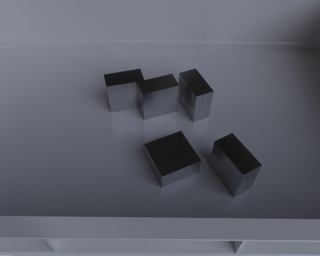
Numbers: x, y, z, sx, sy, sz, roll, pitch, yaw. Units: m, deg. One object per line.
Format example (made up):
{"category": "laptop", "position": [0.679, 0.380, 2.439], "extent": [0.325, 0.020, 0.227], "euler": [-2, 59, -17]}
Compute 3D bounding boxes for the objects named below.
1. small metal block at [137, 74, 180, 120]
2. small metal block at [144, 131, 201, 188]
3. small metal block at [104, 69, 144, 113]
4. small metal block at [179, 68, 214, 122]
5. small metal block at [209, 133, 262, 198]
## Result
{"category": "small metal block", "position": [-0.003, -0.042, 0.424], "extent": [0.050, 0.050, 0.025], "euler": [-16, 52, -13]}
{"category": "small metal block", "position": [0.014, 0.037, 0.375], "extent": [0.050, 0.025, 0.050], "euler": [-20, 53, -16]}
{"category": "small metal block", "position": [-0.048, -0.052, 0.432], "extent": [0.050, 0.050, 0.025], "euler": [-12, 51, -10]}
{"category": "small metal block", "position": [0.048, -0.045, 0.427], "extent": [0.025, 0.050, 0.050], "euler": [-18, 53, -15]}
{"category": "small metal block", "position": [0.084, 0.043, 0.354], "extent": [0.025, 0.050, 0.050], "euler": [-23, 54, -19]}
